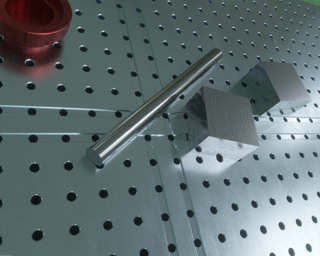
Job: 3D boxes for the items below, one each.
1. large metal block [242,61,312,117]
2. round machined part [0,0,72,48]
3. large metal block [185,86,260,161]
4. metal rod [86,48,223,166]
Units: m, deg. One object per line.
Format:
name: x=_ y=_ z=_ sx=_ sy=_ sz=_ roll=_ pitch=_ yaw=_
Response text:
large metal block: x=0.204 y=-0.068 z=0.543 sx=0.081 sy=0.050 sz=0.080 roll=-4 pitch=64 yaw=-30
round machined part: x=-0.166 y=-0.142 z=0.394 sx=0.099 sy=0.042 sz=0.098 roll=14 pitch=56 yaw=-21
large metal block: x=0.086 y=-0.005 z=0.442 sx=0.081 sy=0.050 sz=0.080 roll=12 pitch=57 yaw=-22
metal rod: x=0.012 y=-0.047 z=0.442 sx=0.025 sy=0.025 sz=0.302 roll=45 pitch=51 yaw=3
